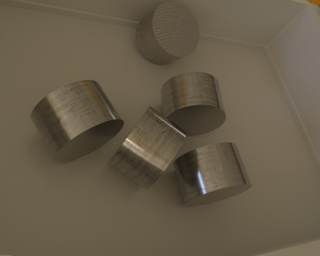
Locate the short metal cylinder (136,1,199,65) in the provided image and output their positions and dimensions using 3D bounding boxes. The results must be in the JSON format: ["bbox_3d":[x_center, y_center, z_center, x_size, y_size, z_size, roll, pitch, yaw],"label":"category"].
[{"bbox_3d":[0.011,-0.139,0.462,0.081,0.050,0.080,3,85,-31],"label":"short metal cylinder"}]

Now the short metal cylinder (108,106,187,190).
[{"bbox_3d":[-0.014,0.022,0.349,0.050,0.080,0.080,36,51,-5],"label":"short metal cylinder"}]

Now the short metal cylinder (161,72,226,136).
[{"bbox_3d":[0.043,-0.030,0.411,0.081,0.080,0.050,9,58,-24],"label":"short metal cylinder"}]

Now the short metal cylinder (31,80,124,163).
[{"bbox_3d":[-0.086,-0.006,0.328,0.081,0.080,0.050,-25,76,-37],"label":"short metal cylinder"}]

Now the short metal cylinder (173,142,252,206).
[{"bbox_3d":[0.061,0.057,0.368,0.081,0.080,0.050,-1,63,-29],"label":"short metal cylinder"}]
